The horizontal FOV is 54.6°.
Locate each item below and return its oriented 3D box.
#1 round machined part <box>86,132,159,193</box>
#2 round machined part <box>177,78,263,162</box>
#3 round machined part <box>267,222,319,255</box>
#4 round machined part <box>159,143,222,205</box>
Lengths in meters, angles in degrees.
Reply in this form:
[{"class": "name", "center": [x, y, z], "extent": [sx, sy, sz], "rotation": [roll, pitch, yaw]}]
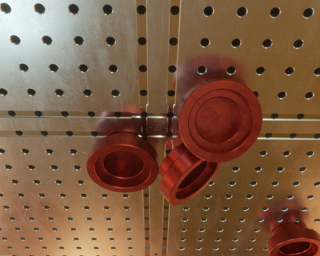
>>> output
[{"class": "round machined part", "center": [-0.051, 0.044, 0.438], "extent": [0.099, 0.042, 0.097], "rotation": [0, 130, 0]}, {"class": "round machined part", "center": [0.068, -0.012, 0.374], "extent": [0.099, 0.042, 0.097], "rotation": [-1, 103, -6]}, {"class": "round machined part", "center": [0.251, 0.215, 0.585], "extent": [0.099, 0.042, 0.097], "rotation": [0, 130, 0]}, {"class": "round machined part", "center": [0.037, 0.056, 0.427], "extent": [0.099, 0.042, 0.098], "rotation": [-31, 146, -23]}]
